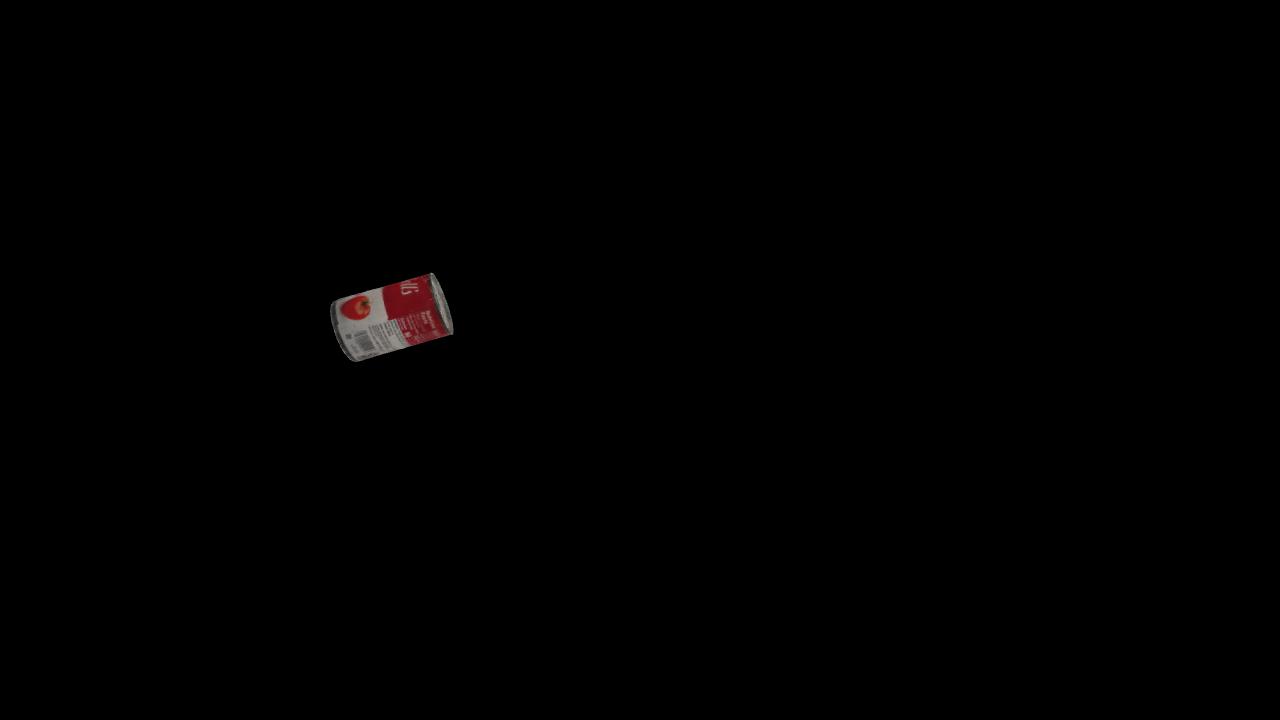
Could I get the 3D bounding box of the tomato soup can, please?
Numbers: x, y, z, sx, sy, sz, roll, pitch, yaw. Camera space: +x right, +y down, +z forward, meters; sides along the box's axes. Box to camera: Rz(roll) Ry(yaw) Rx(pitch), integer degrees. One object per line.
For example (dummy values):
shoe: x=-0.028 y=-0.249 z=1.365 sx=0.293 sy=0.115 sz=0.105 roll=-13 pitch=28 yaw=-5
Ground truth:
tomato soup can: x=-0.251 y=-0.043 z=0.628 sx=0.101 sy=0.068 sz=0.068 roll=-18 pitch=2 yaw=-7
